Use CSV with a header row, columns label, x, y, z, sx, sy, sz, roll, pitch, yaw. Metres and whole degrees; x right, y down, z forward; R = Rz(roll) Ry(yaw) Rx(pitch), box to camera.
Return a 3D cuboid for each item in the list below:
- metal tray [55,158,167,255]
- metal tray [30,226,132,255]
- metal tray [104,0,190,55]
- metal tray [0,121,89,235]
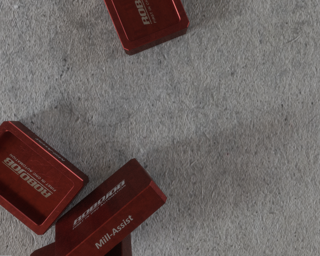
label,x,y,z,sx,sy,sz,roll,pitch,yaw
metal tray,-0.062,0.100,0.367,0.130,0.090,0.030,-39,111,-7
metal tray,-0.100,0.165,0.374,0.131,0.090,0.030,-23,109,0
metal tray,-0.027,-0.173,0.406,0.090,0.030,0.129,-22,90,0
metal tray,-0.173,0.063,0.405,0.130,0.030,0.090,39,90,0
